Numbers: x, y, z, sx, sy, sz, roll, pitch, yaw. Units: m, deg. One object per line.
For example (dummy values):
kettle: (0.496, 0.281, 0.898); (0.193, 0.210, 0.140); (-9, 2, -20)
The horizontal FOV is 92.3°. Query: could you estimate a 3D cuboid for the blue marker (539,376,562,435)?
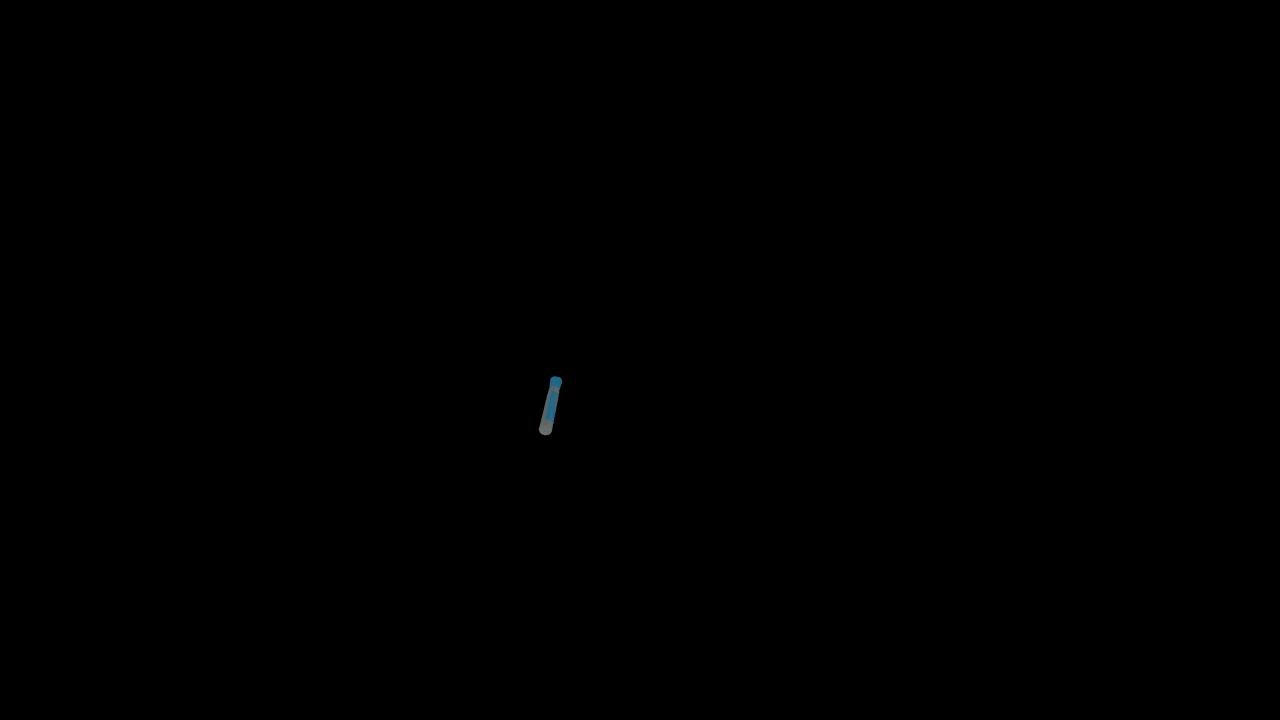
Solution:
blue marker: (-0.134, 0.065, 0.931); (0.020, 0.020, 0.121); (0, 37, 2)
